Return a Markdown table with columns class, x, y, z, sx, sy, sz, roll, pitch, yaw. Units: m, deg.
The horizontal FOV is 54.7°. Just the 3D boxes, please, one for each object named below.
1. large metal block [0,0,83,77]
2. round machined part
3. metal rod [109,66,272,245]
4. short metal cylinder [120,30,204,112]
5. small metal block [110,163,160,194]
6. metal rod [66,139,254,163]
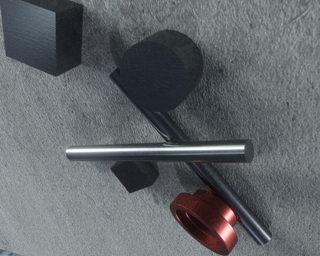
| class | x | y | z | sx | sy | sz | roll | pitch | yaw |
| --- | --- | --- | --- | --- | --- | --- | --- | --- | --- |
| large metal block | -0.147 | -0.122 | 0.391 | 0.080 | 0.050 | 0.079 | 23 | 127 | 13 |
| round machined part | 0.064 | 0.122 | 0.420 | 0.098 | 0.042 | 0.098 | 36 | 154 | 21 |
| metal rod | 0.044 | 0.039 | 0.406 | 0.300 | 0.025 | 0.025 | 49 | 128 | -7 |
| short metal cylinder | 0.003 | -0.064 | 0.348 | 0.080 | 0.050 | 0.079 | 13 | 124 | 20 |
| small metal block | -0.038 | 0.066 | 0.466 | 0.050 | 0.025 | 0.050 | -28 | 104 | 37 |
| metal rod | -0.025 | 0.033 | 0.413 | 0.300 | 0.025 | 0.025 | -4 | 117 | 38 |
